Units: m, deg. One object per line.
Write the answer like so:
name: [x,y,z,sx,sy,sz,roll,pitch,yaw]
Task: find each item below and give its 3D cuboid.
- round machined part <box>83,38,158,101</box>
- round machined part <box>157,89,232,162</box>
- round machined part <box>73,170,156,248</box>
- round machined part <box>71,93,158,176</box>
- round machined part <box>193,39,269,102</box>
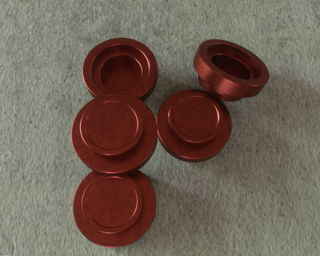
round machined part: [-0.052,-0.071,0.424,0.099,0.042,0.098,0,70,-1]
round machined part: [0.044,-0.008,0.402,0.099,0.042,0.098,0,70,-1]
round machined part: [-0.054,0.089,0.366,0.099,0.042,0.098,0,70,-1]
round machined part: [-0.052,0.003,0.353,0.099,0.042,0.098,0,70,0]
round machined part: [0.090,-0.073,0.412,0.099,0.042,0.098,12,44,-12]
